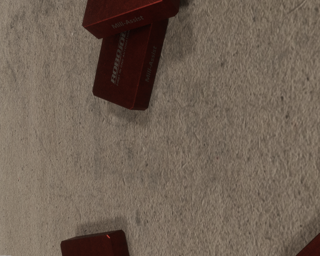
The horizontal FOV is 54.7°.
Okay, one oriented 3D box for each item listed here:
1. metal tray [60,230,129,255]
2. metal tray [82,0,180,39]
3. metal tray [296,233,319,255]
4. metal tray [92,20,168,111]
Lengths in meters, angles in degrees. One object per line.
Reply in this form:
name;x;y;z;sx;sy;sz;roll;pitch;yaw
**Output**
metal tray;-0.100;0.213;0.482;0.130;0.030;0.090;-22;76;37
metal tray;-0.036;-0.174;0.400;0.130;0.030;0.090;-5;68;31
metal tray;0.158;0.161;0.246;0.090;0.030;0.130;-56;44;20
metal tray;-0.045;-0.098;0.437;0.090;0.030;0.129;22;104;37
